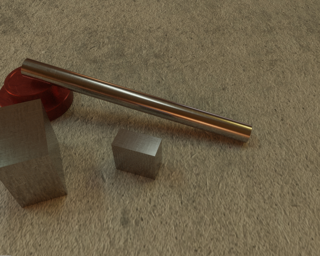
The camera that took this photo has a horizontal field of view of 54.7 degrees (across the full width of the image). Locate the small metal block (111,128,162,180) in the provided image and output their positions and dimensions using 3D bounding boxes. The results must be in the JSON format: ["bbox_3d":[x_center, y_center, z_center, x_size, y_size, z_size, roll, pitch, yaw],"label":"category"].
[{"bbox_3d":[-0.026,0.031,0.361,0.050,0.050,0.025,14,52,11],"label":"small metal block"}]

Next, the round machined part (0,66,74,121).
[{"bbox_3d":[-0.176,-0.054,0.435,0.099,0.042,0.098,0,50,0],"label":"round machined part"}]

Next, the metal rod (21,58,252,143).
[{"bbox_3d":[-0.031,-0.036,0.402,0.302,0.025,0.025,17,51,1],"label":"metal rod"}]

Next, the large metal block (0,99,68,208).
[{"bbox_3d":[-0.142,0.028,0.342,0.050,0.080,0.080,-15,52,-12],"label":"large metal block"}]
